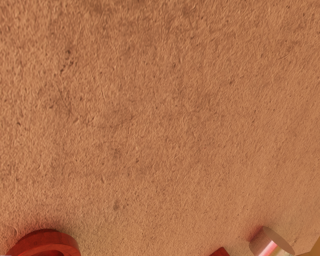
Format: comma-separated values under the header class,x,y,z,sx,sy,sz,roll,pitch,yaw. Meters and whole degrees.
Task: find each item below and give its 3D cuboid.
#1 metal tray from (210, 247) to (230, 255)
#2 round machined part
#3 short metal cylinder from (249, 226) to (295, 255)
class,x,y,z,sx,sy,sz,roll,pitch,yaw
metal tray,0.125,0.324,0.675,0.090,0.030,0.130,-34,129,-7
round machined part,-0.160,0.176,0.419,0.099,0.042,0.097,-14,125,-21
short metal cylinder,0.240,0.260,0.667,0.080,0.080,0.050,26,104,-38
